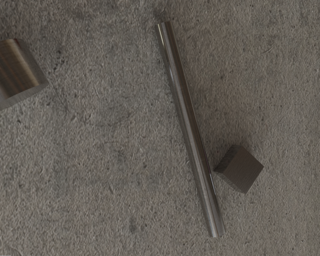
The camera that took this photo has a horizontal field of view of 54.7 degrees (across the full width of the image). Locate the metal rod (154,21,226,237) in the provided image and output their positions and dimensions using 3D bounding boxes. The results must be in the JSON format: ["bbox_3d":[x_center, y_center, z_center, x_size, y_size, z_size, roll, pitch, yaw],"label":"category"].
[{"bbox_3d":[0.043,0.006,0.426,0.025,0.025,0.298,-17,96,-20],"label":"metal rod"}]

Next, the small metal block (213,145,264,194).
[{"bbox_3d":[0.116,0.060,0.454,0.050,0.025,0.050,42,77,-16],"label":"small metal block"}]

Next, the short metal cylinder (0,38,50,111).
[{"bbox_3d":[-0.164,-0.050,0.319,0.080,0.080,0.050,-31,101,-18],"label":"short metal cylinder"}]
